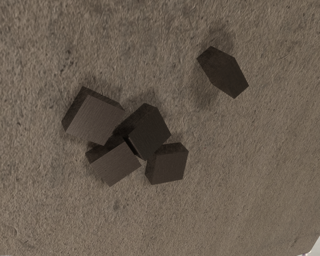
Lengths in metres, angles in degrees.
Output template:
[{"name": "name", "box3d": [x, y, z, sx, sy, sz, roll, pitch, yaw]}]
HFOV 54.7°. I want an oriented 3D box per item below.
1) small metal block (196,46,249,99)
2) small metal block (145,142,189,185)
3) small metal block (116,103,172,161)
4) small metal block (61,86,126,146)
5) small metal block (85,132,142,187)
[{"name": "small metal block", "box3d": [0.079, -0.071, 0.392, 0.025, 0.050, 0.050, -42, 130, 0]}, {"name": "small metal block", "box3d": [0.009, 0.051, 0.445, 0.050, 0.025, 0.050, -6, 121, -26]}, {"name": "small metal block", "box3d": [-0.019, 0.005, 0.393, 0.050, 0.025, 0.050, -45, 132, -19]}, {"name": "small metal block", "box3d": [-0.077, -0.013, 0.358, 0.050, 0.025, 0.050, 25, 105, -37]}, {"name": "small metal block", "box3d": [-0.059, 0.041, 0.401, 0.050, 0.025, 0.050, -34, 129, -6]}]
